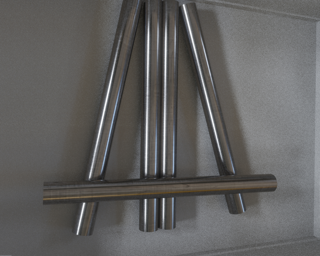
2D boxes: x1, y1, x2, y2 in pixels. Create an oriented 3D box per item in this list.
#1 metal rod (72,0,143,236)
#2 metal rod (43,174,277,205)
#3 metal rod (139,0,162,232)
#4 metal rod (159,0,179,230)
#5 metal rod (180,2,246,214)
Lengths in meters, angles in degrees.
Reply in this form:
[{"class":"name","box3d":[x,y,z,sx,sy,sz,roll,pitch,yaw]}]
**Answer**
[{"class":"metal rod","box3d":[-0.064,-0.019,0.386,0.025,0.025,0.298,13,86,-20]},{"class":"metal rod","box3d":[0.016,0.074,0.387,0.302,0.025,0.025,1,90,-20]},{"class":"metal rod","box3d":[-0.012,-0.017,0.405,0.025,0.025,0.298,1,90,-20]},{"class":"metal rod","box3d":[0.011,-0.018,0.413,0.025,0.025,0.298,1,90,-20]},{"class":"metal rod","box3d":[0.075,-0.023,0.437,0.025,0.025,0.298,-17,96,-19]}]
